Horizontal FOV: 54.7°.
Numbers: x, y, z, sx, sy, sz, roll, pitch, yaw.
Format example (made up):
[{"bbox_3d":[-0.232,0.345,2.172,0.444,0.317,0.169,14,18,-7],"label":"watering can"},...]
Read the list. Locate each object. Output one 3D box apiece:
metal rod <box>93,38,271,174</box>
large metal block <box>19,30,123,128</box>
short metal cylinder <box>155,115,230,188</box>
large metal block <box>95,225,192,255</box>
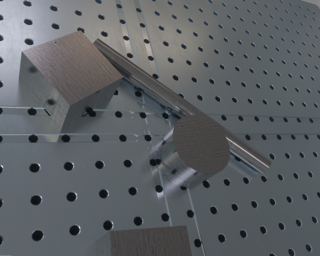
[{"bbox_3d":[0.032,-0.028,0.442,0.301,0.025,0.025,34,51,-6],"label":"metal rod"},{"bbox_3d":[-0.106,-0.060,0.371,0.080,0.050,0.080,48,51,5],"label":"large metal block"},{"bbox_3d":[0.041,0.030,0.396,0.081,0.050,0.080,14,56,-21],"label":"short metal cylinder"},{"bbox_3d":[-0.014,0.142,0.298,0.081,0.050,0.080,5,60,-26],"label":"large metal block"}]
